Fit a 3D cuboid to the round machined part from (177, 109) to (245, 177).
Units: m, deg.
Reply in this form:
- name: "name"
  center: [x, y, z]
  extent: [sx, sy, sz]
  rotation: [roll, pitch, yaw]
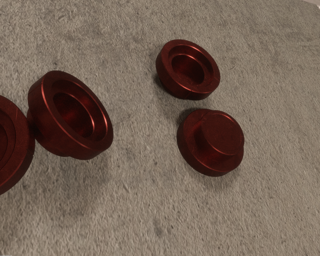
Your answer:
- name: "round machined part"
  center: [0.076, 0.014, 0.427]
  extent: [0.099, 0.042, 0.098]
  rotation: [14, 56, -21]

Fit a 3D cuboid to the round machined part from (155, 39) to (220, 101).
- name: "round machined part"
  center: [0.038, -0.082, 0.465]
  extent: [0.099, 0.042, 0.098]
  rotation: [14, 56, -21]

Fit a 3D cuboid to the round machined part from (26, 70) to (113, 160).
- name: "round machined part"
  center: [-0.098, -0.009, 0.327]
  extent: [0.098, 0.042, 0.098]
  rotation: [48, 21, -25]

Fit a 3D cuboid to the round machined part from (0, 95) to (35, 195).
- name: "round machined part"
  center: [-0.164, 0.019, 0.280]
  extent: [0.099, 0.042, 0.098]
  rotation: [2, 69, -6]
